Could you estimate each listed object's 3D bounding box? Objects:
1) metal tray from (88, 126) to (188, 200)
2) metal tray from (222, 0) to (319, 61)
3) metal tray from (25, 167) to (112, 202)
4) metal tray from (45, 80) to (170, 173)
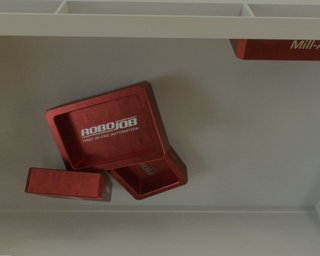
[{"bbox_3d":[-0.028,0.046,0.444,0.090,0.030,0.130,-23,127,18],"label":"metal tray"},{"bbox_3d":[0.130,-0.096,0.285,0.131,0.090,0.030,1,130,-1],"label":"metal tray"},{"bbox_3d":[-0.117,0.082,0.428,0.091,0.030,0.130,5,164,-3],"label":"metal tray"},{"bbox_3d":[-0.063,0.003,0.376,0.130,0.030,0.090,-13,103,16],"label":"metal tray"}]
